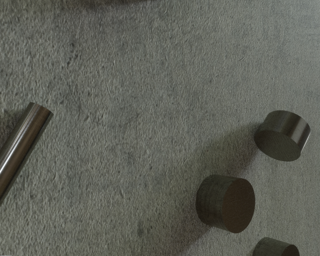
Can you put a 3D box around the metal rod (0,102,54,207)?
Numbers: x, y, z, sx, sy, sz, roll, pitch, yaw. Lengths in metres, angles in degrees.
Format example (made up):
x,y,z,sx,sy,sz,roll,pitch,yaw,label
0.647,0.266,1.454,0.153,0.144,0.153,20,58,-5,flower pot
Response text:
x,y,z,sx,sy,sz,roll,pitch,yaw,label
-0.175,0.111,0.258,0.025,0.025,0.300,37,67,-34,metal rod

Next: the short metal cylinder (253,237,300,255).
x,y,z,sx,sy,sz,roll,pitch,yaw,label
0.213,0.247,0.567,0.081,0.050,0.080,0,90,-40,short metal cylinder

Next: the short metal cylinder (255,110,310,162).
x,y,z,sx,sy,sz,roll,pitch,yaw,label
0.217,0.015,0.551,0.050,0.080,0.080,-52,121,-27,short metal cylinder

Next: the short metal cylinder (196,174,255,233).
x,y,z,sx,sy,sz,roll,pitch,yaw,label
0.101,0.114,0.473,0.081,0.050,0.080,0,90,-40,short metal cylinder
